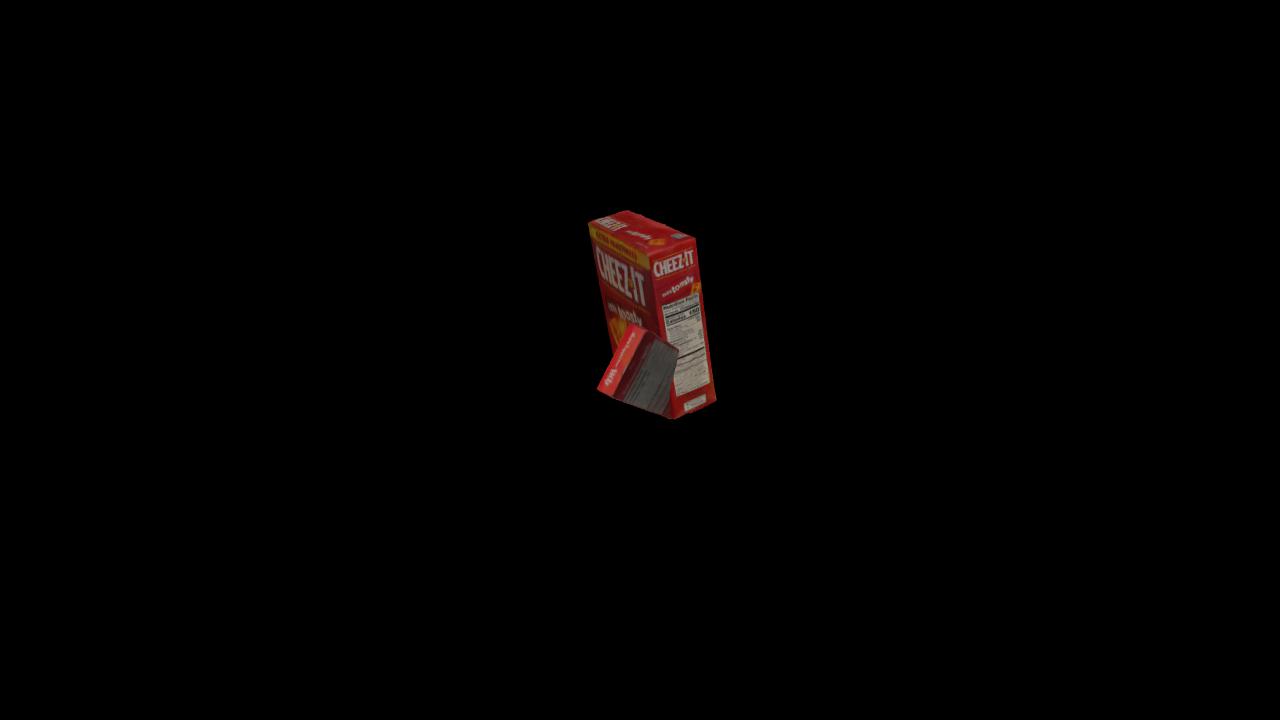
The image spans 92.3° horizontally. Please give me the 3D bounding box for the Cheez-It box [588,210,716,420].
[{"bbox_3d":[0.014,-0.060,0.769,0.071,0.223,0.166,-22,32,-21],"label":"Cheez-It box"}]

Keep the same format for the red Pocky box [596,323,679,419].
[{"bbox_3d":[0.015,0.017,0.709,0.028,0.083,0.155,29,1,31],"label":"red Pocky box"}]
